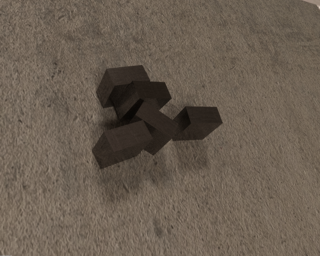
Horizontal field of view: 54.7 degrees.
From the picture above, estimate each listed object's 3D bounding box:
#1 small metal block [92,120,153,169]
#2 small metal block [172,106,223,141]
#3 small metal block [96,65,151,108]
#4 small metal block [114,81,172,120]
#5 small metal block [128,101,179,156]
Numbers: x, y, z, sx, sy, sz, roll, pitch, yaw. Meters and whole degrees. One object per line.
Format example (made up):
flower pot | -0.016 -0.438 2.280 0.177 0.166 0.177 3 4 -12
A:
small metal block | -0.044 0.019 0.354 0.050 0.050 0.025 -18 72 -35
small metal block | 0.047 -0.005 0.418 0.050 0.050 0.025 -1 63 -29
small metal block | -0.048 -0.053 0.395 0.050 0.050 0.025 -14 69 -34
small metal block | -0.022 -0.035 0.394 0.050 0.050 0.025 -5 64 -40
small metal block | -0.014 0.002 0.380 0.050 0.050 0.025 34 51 -8
